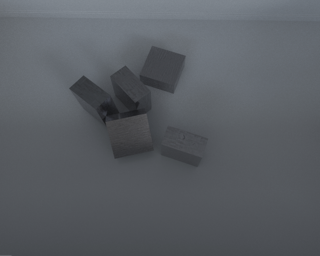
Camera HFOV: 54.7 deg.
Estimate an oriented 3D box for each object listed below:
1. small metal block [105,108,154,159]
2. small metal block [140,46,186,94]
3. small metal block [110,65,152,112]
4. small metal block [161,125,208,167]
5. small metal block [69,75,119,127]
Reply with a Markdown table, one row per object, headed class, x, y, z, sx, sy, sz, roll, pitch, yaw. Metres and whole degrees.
| class | x | y | z | sx | sy | sz | roll | pitch | yaw |
| --- | --- | --- | --- | --- | --- | --- | --- | --- | --- |
| small metal block | -0.038 | 0.007 | 0.393 | 0.050 | 0.025 | 0.050 | -12 | 110 | -5 |
| small metal block | 0.004 | -0.083 | 0.440 | 0.050 | 0.025 | 0.050 | 18 | 71 | 6 |
| small metal block | -0.038 | -0.046 | 0.412 | 0.025 | 0.050 | 0.050 | -39 | 73 | -15 |
| small metal block | 0.029 | 0.024 | 0.388 | 0.050 | 0.050 | 0.025 | 18 | 71 | 6 |
| small metal block | -0.084 | -0.034 | 0.404 | 0.050 | 0.050 | 0.025 | 37 | 74 | 22 |
